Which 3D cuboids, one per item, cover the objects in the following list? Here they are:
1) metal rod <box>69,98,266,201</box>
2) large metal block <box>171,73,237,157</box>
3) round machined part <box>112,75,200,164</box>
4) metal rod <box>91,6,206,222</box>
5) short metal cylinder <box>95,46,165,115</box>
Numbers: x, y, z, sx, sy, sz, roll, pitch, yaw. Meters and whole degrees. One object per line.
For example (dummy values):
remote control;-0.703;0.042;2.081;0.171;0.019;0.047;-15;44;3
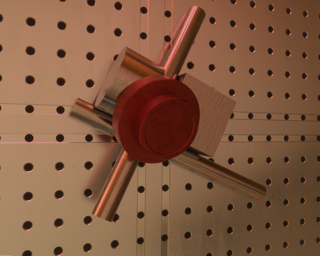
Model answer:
metal rod;0.024;0.037;0.422;0.302;0.025;0.025;26;81;-19
large metal block;0.042;-0.016;0.412;0.080;0.050;0.080;27;81;-18
round machined part;0.002;-0.005;0.335;0.099;0.042;0.097;-10;114;-24
metal rod;-0.007;-0.030;0.390;0.025;0.025;0.300;30;73;-18
short metal cylinder;-0.037;-0.049;0.370;0.050;0.080;0.080;26;81;-19
